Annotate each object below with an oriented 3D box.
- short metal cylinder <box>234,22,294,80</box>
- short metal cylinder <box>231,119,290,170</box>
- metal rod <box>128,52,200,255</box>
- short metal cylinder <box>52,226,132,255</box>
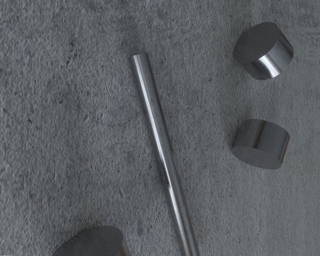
[{"bbox_3d":[0.170,-0.126,0.511,0.050,0.080,0.080,34,69,-35],"label":"short metal cylinder"},{"bbox_3d":[0.164,0.028,0.507,0.080,0.080,0.050,38,67,-34],"label":"short metal cylinder"},{"bbox_3d":[0.010,0.051,0.413,0.025,0.025,0.298,-24,105,-37],"label":"metal rod"},{"bbox_3d":[-0.067,0.145,0.313,0.081,0.080,0.050,-31,110,-36],"label":"short metal cylinder"}]
